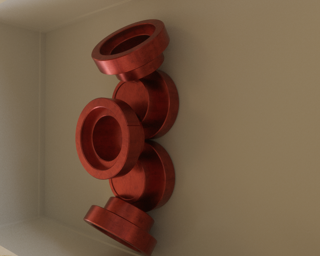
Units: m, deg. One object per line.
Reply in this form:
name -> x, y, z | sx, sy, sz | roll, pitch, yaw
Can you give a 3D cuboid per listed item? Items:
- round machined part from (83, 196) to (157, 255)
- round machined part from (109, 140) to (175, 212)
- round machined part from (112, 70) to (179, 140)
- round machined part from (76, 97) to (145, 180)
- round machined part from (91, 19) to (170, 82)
round machined part -> -0.047, 0.125, 0.407 | 0.098, 0.098, 0.042 | 8, 58, 39
round machined part -> -0.031, 0.065, 0.417 | 0.098, 0.042, 0.097 | 0, 90, 39
round machined part -> -0.027, -0.033, 0.413 | 0.098, 0.042, 0.097 | 0, 90, 39
round machined part -> -0.058, 0.012, 0.383 | 0.098, 0.042, 0.097 | 0, 90, 39
round machined part -> -0.033, -0.095, 0.395 | 0.098, 0.098, 0.042 | 9, 138, 39
